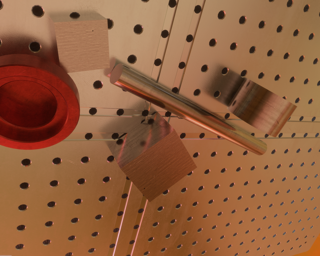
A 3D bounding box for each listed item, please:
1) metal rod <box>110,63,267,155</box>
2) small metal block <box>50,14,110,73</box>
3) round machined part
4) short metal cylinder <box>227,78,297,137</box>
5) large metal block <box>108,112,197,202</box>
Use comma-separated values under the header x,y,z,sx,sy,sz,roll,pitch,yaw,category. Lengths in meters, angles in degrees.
x,y,z,sx,sy,sz,roll,pitch,yaw,category
0.061,-0.013,0.438,0.302,0.025,0.025,23,106,-37,metal rod
-0.080,-0.086,0.315,0.050,0.025,0.050,-12,124,-23,small metal block
-0.130,-0.028,0.303,0.099,0.042,0.097,-8,131,-9,round machined part
0.143,-0.030,0.438,0.081,0.080,0.050,18,109,-36,short metal cylinder
-0.008,0.039,0.417,0.080,0.050,0.080,-36,130,-5,large metal block
